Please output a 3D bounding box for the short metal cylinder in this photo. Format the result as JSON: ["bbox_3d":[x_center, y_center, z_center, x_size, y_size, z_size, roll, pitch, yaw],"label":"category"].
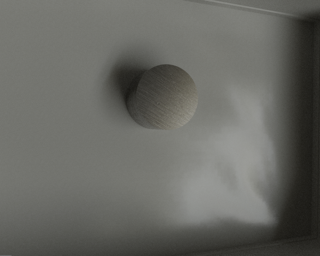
[{"bbox_3d":[0.001,-0.038,0.399,0.081,0.050,0.079,0,90,-20],"label":"short metal cylinder"}]
